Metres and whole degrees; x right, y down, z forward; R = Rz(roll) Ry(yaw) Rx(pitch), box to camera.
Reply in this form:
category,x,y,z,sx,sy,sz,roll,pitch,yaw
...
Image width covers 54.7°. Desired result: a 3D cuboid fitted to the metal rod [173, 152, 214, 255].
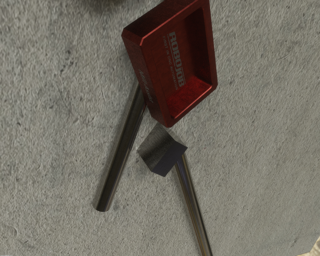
category,x,y,z,sx,sy,sz,roll,pitch,yaw
metal rod,0.059,0.145,0.530,0.025,0.025,0.299,-27,128,-12

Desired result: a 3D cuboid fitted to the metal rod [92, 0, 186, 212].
category,x,y,z,sx,sy,sz,roll,pitch,yaw
metal rod,-0.031,-0.022,0.377,0.025,0.025,0.298,8,115,-32

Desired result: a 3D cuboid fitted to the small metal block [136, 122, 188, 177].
category,x,y,z,sx,sy,sz,roll,pitch,yaw
small metal block,0.002,0.028,0.411,0.025,0.050,0.050,30,102,-38

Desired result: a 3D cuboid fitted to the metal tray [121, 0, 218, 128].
category,x,y,z,sx,sy,sz,roll,pitch,yaw
metal tray,0.019,-0.071,0.341,0.090,0.030,0.130,-41,143,-17
